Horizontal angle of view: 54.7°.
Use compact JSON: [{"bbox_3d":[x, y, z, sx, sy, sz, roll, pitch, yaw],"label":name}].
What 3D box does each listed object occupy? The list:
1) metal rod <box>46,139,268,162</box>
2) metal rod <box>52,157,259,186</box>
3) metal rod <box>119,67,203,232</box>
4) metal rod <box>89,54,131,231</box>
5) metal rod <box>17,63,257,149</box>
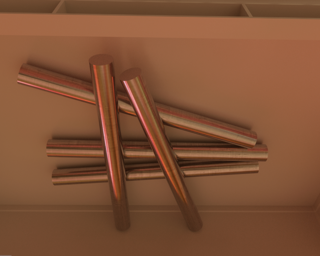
[{"bbox_3d":[-0.002,0.031,0.433,0.302,0.025,0.025,1,130,-2],"label":"metal rod"},{"bbox_3d":[-0.008,0.064,0.462,0.302,0.025,0.025,-4,130,2],"label":"metal rod"},{"bbox_3d":[0.014,0.051,0.418,0.025,0.025,0.299,-14,129,11],"label":"metal rod"},{"bbox_3d":[-0.060,0.044,0.410,0.025,0.025,0.298,0,130,-1],"label":"metal rod"},{"bbox_3d":[-0.016,-0.023,0.387,0.302,0.025,0.025,15,128,-14],"label":"metal rod"}]
